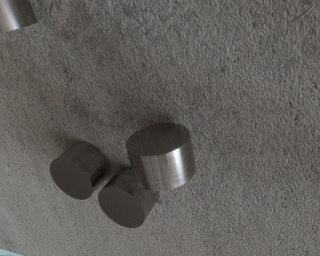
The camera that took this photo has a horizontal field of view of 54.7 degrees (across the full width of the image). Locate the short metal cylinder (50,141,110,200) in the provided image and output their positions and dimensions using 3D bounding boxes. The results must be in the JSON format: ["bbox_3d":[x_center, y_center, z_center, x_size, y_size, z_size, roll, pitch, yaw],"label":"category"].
[{"bbox_3d":[-0.128,0.068,0.501,0.080,0.050,0.079,13,124,21],"label":"short metal cylinder"}]

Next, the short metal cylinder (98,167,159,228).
[{"bbox_3d":[-0.048,0.108,0.483,0.080,0.050,0.079,13,124,21],"label":"short metal cylinder"}]

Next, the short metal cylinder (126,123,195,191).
[{"bbox_3d":[0.002,0.034,0.392,0.080,0.080,0.050,2,120,27],"label":"short metal cylinder"}]

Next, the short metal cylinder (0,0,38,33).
[{"bbox_3d":[-0.203,-0.147,0.387,0.080,0.080,0.050,0,119,28],"label":"short metal cylinder"}]
